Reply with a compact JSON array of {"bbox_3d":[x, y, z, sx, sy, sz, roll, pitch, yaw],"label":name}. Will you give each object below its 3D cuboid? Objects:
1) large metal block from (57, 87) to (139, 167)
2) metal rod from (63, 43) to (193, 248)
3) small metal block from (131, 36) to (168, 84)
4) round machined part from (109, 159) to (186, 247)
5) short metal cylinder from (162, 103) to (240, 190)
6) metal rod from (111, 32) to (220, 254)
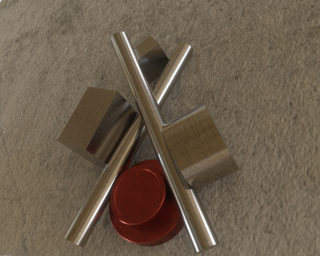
[{"bbox_3d":[-0.071,0.004,0.403,0.050,0.080,0.080,12,68,33],"label":"large metal block"},{"bbox_3d":[-0.028,0.004,0.397,0.025,0.025,0.300,12,62,33],"label":"metal rod"},{"bbox_3d":[-0.017,-0.097,0.456,0.050,0.050,0.025,-38,51,2],"label":"small metal block"},{"bbox_3d":[-0.017,0.081,0.353,0.098,0.042,0.098,-13,56,20],"label":"round machined part"},{"bbox_3d":[0.044,0.020,0.334,0.050,0.080,0.080,-28,52,10],"label":"short metal cylinder"},{"bbox_3d":[-0.006,-0.006,0.367,0.025,0.025,0.299,-29,61,10],"label":"metal rod"}]
